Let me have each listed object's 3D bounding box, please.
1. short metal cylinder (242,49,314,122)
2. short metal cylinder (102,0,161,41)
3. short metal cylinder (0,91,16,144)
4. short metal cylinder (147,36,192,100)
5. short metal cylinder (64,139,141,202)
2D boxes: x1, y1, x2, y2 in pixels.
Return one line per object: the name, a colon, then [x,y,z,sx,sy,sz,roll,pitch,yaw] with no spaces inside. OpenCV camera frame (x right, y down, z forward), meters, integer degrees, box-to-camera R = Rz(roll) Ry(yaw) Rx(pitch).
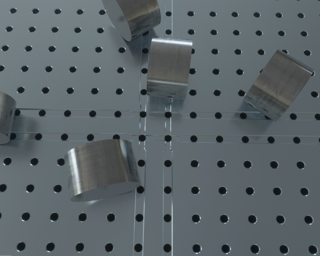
short metal cylinder: [0.153,-0.055,0.405,0.050,0.080,0.080,35,74,11]
short metal cylinder: [-0.042,-0.173,0.445,0.050,0.080,0.080,-33,74,-11]
short metal cylinder: [-0.227,-0.014,0.385,0.081,0.080,0.050,1,70,0]
short metal cylinder: [0.013,-0.079,0.412,0.050,0.080,0.080,7,70,2]
short metal cylinder: [-0.067,0.051,0.363,0.081,0.080,0.050,-13,71,-5]
